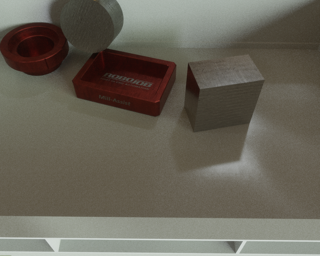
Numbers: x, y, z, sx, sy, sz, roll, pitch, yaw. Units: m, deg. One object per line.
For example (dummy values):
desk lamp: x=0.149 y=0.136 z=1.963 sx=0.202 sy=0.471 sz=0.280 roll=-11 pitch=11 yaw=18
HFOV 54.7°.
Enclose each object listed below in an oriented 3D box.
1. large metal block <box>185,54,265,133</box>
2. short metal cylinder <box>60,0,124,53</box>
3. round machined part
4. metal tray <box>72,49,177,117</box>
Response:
large metal block: x=0.080 y=-0.044 z=0.408 sx=0.081 sy=0.080 sz=0.050 roll=-9 pitch=51 yaw=-8
short metal cylinder: x=-0.100 y=-0.160 z=0.464 sx=0.080 sy=0.079 sz=0.050 roll=8 pitch=37 yaw=6
round machined part: x=-0.194 y=-0.121 z=0.491 sx=0.099 sy=0.042 sz=0.098 roll=1 pitch=53 yaw=-1
metal tray: x=-0.050 y=-0.072 z=0.461 sx=0.131 sy=0.030 sz=0.090 roll=14 pitch=51 yaw=11
